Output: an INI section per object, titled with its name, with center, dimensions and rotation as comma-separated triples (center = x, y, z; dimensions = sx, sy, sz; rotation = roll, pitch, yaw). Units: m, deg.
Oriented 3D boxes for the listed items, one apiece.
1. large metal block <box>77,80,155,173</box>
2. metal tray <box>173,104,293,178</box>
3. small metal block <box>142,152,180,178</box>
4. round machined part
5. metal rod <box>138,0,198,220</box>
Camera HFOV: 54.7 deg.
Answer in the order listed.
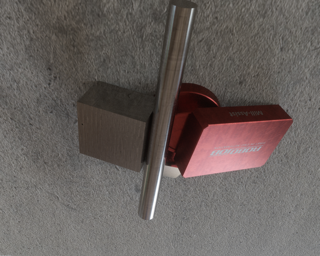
[large metal block]
center = -0.050, -0.002, 0.376
dimensions = 0.080, 0.050, 0.079
rotation = 17, 130, 9
[metal tray]
center = 0.091, 0.016, 0.391
dimensions = 0.131, 0.030, 0.089
rotation = -4, 134, -24
[small metal block]
center = 0.006, 0.049, 0.437
dimensions = 0.050, 0.025, 0.050
rotation = 12, 155, -10
[round machined part]
center = 0.031, -0.005, 0.393
dimensions = 0.099, 0.042, 0.097
rotation = 0, 130, 0
[metal rod]
center = 0.000, 0.008, 0.360
dimensions = 0.025, 0.025, 0.298
rotation = 6, 128, -5
